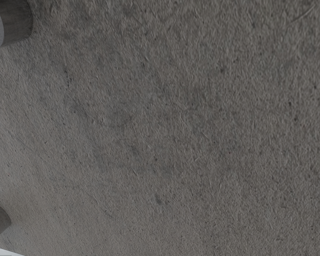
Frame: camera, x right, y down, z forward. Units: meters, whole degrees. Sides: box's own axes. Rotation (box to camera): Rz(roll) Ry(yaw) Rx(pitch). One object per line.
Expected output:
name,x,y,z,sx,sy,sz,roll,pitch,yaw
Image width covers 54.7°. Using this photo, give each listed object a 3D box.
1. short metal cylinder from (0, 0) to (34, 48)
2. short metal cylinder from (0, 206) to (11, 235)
short metal cylinder,-0.220,-0.150,0.414,0.080,0.050,0.079,13,124,21
short metal cylinder,-0.411,0.226,0.747,0.080,0.050,0.079,13,124,21
